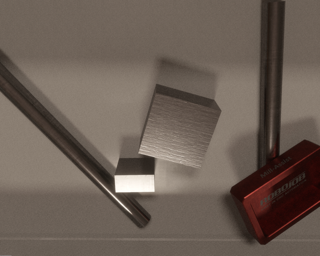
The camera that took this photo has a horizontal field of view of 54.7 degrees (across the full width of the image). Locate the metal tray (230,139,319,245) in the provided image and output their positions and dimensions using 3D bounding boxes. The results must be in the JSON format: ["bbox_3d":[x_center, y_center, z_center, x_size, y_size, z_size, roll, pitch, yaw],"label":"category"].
[{"bbox_3d":[0.168,0.086,0.417,0.131,0.030,0.090,-31,115,-8],"label":"metal tray"}]

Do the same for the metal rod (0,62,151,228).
[{"bbox_3d":[-0.118,0.030,0.420,0.025,0.025,0.300,-37,106,12],"label":"metal rod"}]

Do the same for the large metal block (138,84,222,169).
[{"bbox_3d":[0.023,-0.003,0.397,0.081,0.050,0.079,15,109,-6],"label":"large metal block"}]

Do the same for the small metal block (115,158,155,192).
[{"bbox_3d":[-0.033,0.063,0.421,0.050,0.050,0.025,-1,110,0],"label":"small metal block"}]

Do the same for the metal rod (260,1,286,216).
[{"bbox_3d":[0.147,-0.007,0.410,0.025,0.025,0.298,-5,110,1],"label":"metal rod"}]
